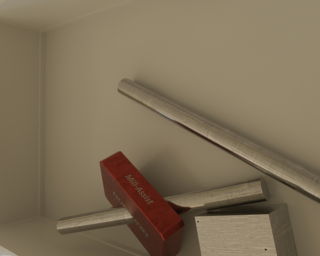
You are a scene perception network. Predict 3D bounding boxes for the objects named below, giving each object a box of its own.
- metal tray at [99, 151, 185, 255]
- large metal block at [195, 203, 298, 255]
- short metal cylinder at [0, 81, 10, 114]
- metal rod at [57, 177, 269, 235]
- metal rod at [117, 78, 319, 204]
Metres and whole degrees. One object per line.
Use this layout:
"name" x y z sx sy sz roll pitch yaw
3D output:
"metal tray" -0.026 0.102 0.395 0.130 0.030 0.089 43 148 31
"large metal block" 0.089 0.124 0.316 0.080 0.050 0.080 -15 81 38
"short metal cylinder" -0.388 -0.071 0.708 0.080 0.050 0.079 0 90 39
"metal rod" -0.018 0.104 0.389 0.300 0.025 0.025 -18 78 28
"metal rod" 0.054 0.002 0.360 0.300 0.025 0.025 30 109 35
